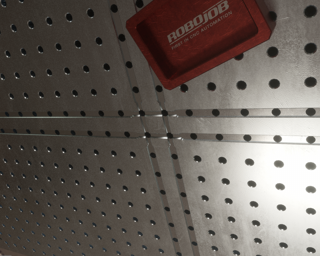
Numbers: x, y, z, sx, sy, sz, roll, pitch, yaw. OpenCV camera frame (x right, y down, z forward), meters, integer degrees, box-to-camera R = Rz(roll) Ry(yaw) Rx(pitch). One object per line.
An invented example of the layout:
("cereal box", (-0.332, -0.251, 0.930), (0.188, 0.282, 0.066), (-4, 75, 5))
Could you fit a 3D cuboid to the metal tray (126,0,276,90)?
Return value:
("metal tray", (0.038, -0.106, 0.321), (0.130, 0.030, 0.090), (-24, 106, 36))
